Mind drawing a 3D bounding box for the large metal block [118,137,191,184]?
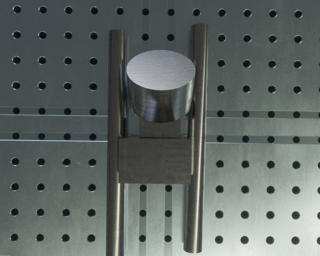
[{"bbox_3d":[-0.006,0.037,0.383,0.081,0.080,0.050,1,90,0],"label":"large metal block"}]

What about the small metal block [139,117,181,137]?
[{"bbox_3d":[0.000,-0.001,0.401,0.050,0.050,0.025,1,90,-1],"label":"small metal block"}]

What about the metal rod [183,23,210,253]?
[{"bbox_3d":[0.049,0.014,0.413,0.025,0.025,0.298,2,90,0],"label":"metal rod"}]

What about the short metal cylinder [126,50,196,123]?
[{"bbox_3d":[0.001,-0.052,0.379,0.081,0.050,0.080,1,46,-1],"label":"short metal cylinder"}]

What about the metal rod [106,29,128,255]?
[{"bbox_3d":[-0.058,0.022,0.413,0.025,0.025,0.298,1,90,0],"label":"metal rod"}]
